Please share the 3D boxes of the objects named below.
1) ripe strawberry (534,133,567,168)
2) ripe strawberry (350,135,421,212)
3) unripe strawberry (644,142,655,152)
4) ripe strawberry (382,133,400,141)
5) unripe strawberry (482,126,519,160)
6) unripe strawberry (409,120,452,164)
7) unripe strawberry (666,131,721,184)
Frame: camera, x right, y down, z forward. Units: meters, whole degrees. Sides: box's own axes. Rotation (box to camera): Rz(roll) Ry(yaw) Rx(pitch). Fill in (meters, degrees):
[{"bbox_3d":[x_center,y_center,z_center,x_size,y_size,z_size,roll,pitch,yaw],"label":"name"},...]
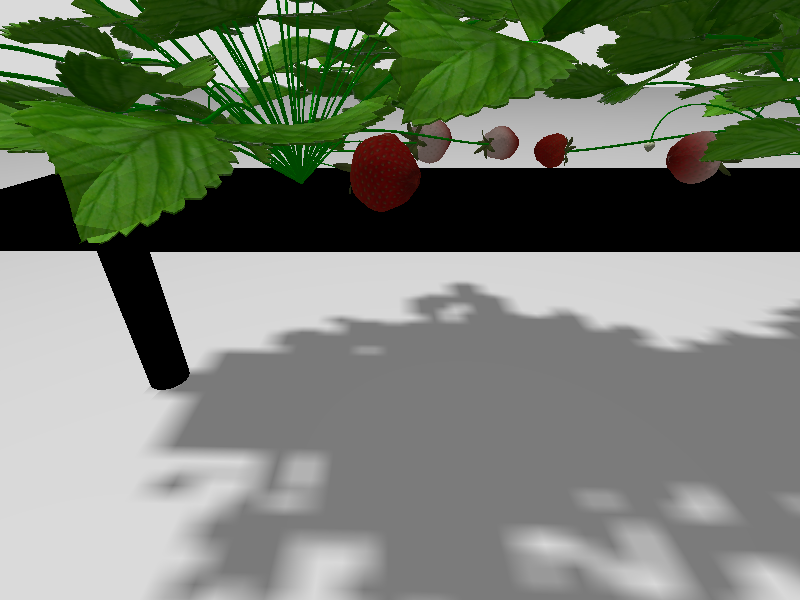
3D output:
[{"bbox_3d":[0.148,-0.148,0.395,0.030,0.031,0.028,8,31,15],"label":"ripe strawberry"},{"bbox_3d":[-0.007,-0.085,0.273,0.050,0.050,0.047,25,38,36],"label":"ripe strawberry"},{"bbox_3d":[0.290,-0.178,0.465,0.010,0.011,0.011,-15,33,-24],"label":"unripe strawberry"},{"bbox_3d":[-0.010,-0.158,0.414,0.026,0.030,0.029,22,36,34],"label":"ripe strawberry"},{"bbox_3d":[0.109,-0.168,0.427,0.039,0.034,0.039,-14,33,-25],"label":"unripe strawberry"},{"bbox_3d":[0.035,-0.170,0.424,0.049,0.048,0.045,-22,36,-35],"label":"unripe strawberry"},{"bbox_3d":[0.245,-0.119,0.336,0.039,0.041,0.036,0,30,1],"label":"unripe strawberry"}]
